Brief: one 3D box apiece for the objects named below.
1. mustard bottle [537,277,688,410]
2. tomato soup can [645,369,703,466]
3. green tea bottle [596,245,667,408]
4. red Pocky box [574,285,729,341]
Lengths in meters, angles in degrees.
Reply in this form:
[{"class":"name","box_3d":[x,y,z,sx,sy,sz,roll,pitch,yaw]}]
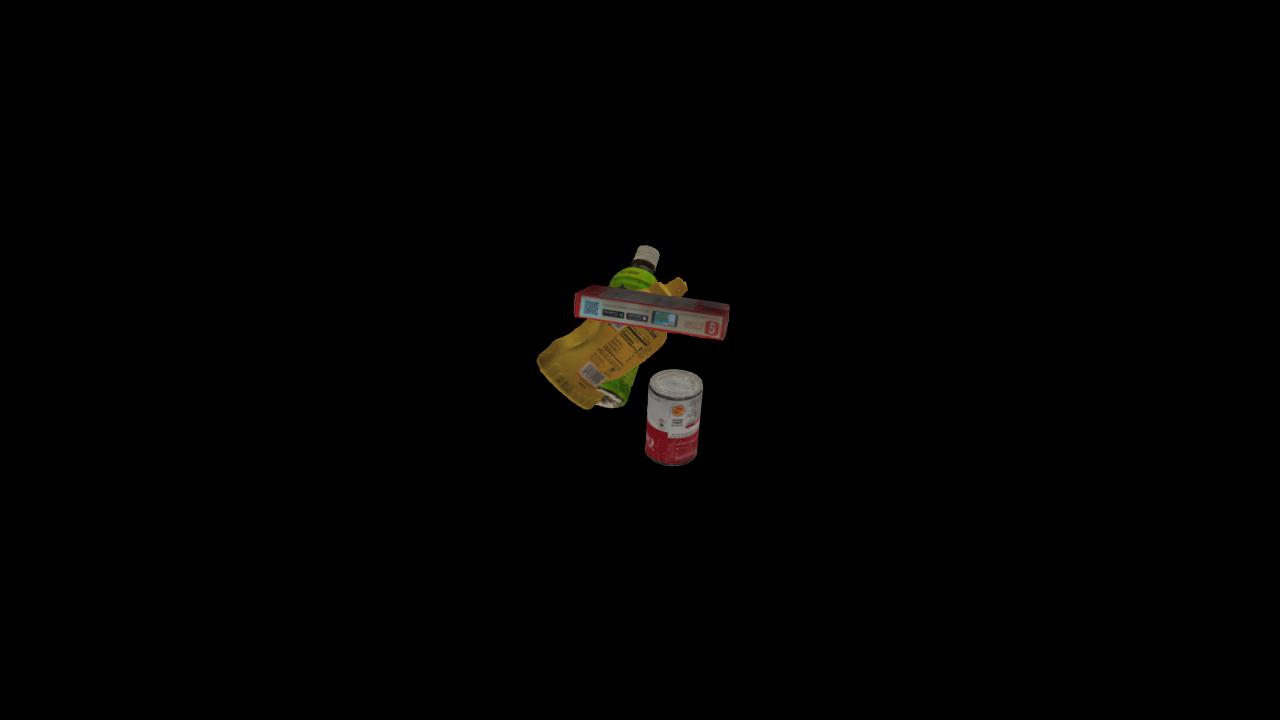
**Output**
[{"class":"mustard bottle","box_3d":[-0.020,-0.028,0.693,0.092,0.184,0.054,46,8,-31]},{"class":"tomato soup can","box_3d":[0.041,0.070,0.755,0.068,0.101,0.068,2,30,-1]},{"class":"green tea bottle","box_3d":[-0.018,-0.047,0.759,0.073,0.212,0.073,17,-23,7]},{"class":"red Pocky box","box_3d":[0.015,-0.052,0.643,0.155,0.028,0.083,9,16,7]}]
